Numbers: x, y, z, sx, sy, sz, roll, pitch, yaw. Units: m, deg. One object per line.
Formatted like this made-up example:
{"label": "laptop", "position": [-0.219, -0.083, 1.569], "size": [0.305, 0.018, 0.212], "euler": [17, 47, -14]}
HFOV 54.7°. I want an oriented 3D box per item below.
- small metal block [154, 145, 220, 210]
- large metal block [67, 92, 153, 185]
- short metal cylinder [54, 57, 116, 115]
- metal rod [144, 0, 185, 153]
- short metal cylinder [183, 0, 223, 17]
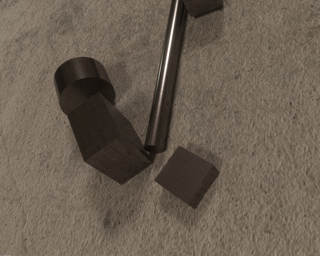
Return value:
{"label": "small metal block", "position": [0.031, 0.055, 0.353], "size": [0.050, 0.025, 0.050], "euler": [28, 77, 37]}
{"label": "large metal block", "position": [-0.062, 0.014, 0.391], "size": [0.050, 0.080, 0.080], "euler": [-36, 51, 4]}
{"label": "short metal cylinder", "position": [-0.112, -0.058, 0.461], "size": [0.080, 0.080, 0.050], "euler": [-33, 52, 7]}
{"label": "metal rod", "position": [0.014, -0.104, 0.458], "size": [0.025, 0.025, 0.299], "euler": [-5, 59, 25]}
{"label": "short metal cylinder", "position": [0.060, -0.217, 0.469], "size": [0.050, 0.080, 0.080], "euler": [-15, 56, 20]}
